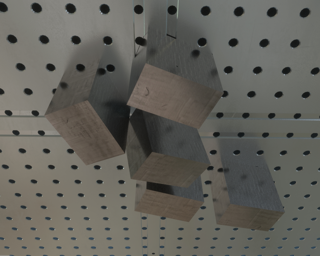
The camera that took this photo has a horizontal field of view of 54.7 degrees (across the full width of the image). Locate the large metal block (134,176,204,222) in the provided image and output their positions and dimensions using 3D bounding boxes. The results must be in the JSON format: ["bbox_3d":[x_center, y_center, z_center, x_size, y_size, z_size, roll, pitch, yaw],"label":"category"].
[{"bbox_3d":[0.012,0.079,0.443,0.081,0.080,0.050,16,128,-13],"label":"large metal block"}]

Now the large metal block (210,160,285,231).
[{"bbox_3d":[0.126,0.101,0.463,0.081,0.080,0.050,11,129,-10],"label":"large metal block"}]

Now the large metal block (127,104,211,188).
[{"bbox_3d":[0.005,0.022,0.384,0.081,0.080,0.050,15,130,-29],"label":"large metal block"}]

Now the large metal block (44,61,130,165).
[{"bbox_3d":[-0.078,-0.017,0.360,0.050,0.080,0.080,-18,128,14],"label":"large metal block"}]

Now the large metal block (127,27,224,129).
[{"bbox_3d":[0.014,-0.054,0.330,0.081,0.080,0.050,18,128,-15],"label":"large metal block"}]
